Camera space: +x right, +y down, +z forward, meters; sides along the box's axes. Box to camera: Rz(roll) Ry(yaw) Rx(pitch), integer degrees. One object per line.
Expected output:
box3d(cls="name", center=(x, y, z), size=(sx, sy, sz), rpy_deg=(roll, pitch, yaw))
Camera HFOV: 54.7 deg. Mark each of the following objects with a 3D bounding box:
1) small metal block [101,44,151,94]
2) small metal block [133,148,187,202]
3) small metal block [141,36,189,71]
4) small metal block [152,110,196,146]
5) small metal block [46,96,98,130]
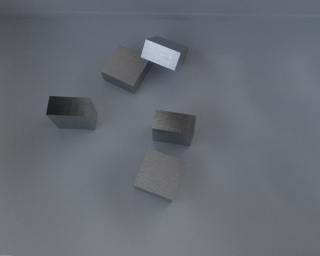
box3d(cls="small metal block", center=(-0.047, -0.083, 0.440), size=(0.050, 0.025, 0.050), rpy_deg=(26, 72, 8))
box3d(cls="small metal block", center=(0.000, 0.059, 0.388), size=(0.050, 0.025, 0.050), rpy_deg=(20, 71, 6))
box3d(cls="small metal block", center=(0.008, -0.106, 0.434), size=(0.050, 0.025, 0.050), rpy_deg=(24, 27, 8))
box3d(cls="small metal block", center=(0.017, 0.001, 0.396), size=(0.050, 0.050, 0.025), rpy_deg=(9, 71, 3))
box3d(cls="small metal block", center=(-0.112, -0.018, 0.402), size=(0.050, 0.050, 0.025), rpy_deg=(3, 70, 0))
